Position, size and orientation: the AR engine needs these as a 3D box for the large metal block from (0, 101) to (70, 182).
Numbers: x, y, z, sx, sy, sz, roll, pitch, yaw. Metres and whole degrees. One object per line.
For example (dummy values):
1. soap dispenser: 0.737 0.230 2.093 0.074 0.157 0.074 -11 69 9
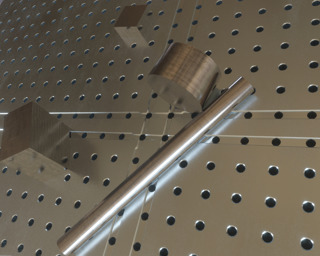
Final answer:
1. large metal block: -0.178 0.022 0.451 0.050 0.080 0.080 -24 53 14

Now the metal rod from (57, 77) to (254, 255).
1. metal rod: -0.005 0.046 0.381 0.300 0.025 0.025 -42 51 -1

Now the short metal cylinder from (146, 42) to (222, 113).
1. short metal cylinder: 0.030 -0.062 0.394 0.080 0.080 0.050 23 74 36

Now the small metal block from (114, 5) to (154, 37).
1. small metal block: -0.046 -0.188 0.546 0.050 0.025 0.050 11 67 32
